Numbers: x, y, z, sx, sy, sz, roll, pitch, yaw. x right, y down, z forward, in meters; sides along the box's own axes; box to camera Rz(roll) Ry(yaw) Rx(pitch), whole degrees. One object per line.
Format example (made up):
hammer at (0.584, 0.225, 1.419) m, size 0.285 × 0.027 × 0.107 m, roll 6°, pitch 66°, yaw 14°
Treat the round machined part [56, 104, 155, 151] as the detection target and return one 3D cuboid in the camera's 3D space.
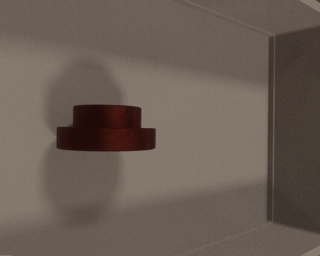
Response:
round machined part at (-0.054, -0.001, 0.316) m, size 0.099 × 0.098 × 0.042 m, roll 1°, pitch 90°, yaw -40°
